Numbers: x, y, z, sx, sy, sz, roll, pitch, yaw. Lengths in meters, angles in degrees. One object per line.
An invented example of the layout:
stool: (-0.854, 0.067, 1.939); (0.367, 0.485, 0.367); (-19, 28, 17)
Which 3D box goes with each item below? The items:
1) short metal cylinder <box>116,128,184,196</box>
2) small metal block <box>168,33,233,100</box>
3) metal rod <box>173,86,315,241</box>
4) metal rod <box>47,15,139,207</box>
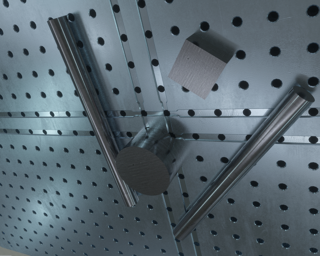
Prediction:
short metal cylinder: (-0.014, 0.047, 0.431); (0.080, 0.050, 0.079); (13, 124, 21)
small metal block: (0.044, -0.068, 0.346); (0.050, 0.025, 0.050); (33, 129, 6)
metal rod: (0.089, 0.067, 0.405); (0.025, 0.025, 0.298); (34, 129, 6)
metal rod: (-0.089, -0.009, 0.452); (0.025, 0.025, 0.298); (-4, 117, 30)
